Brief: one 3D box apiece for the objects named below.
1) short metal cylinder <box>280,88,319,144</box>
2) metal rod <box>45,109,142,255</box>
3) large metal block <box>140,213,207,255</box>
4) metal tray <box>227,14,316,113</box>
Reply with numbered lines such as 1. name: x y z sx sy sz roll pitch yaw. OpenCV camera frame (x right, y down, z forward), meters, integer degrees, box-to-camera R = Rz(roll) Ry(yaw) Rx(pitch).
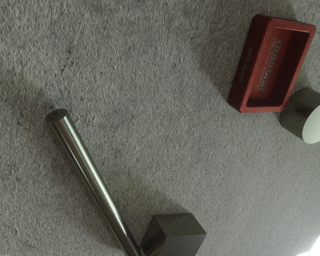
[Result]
1. short metal cylinder: 0.250 -0.021 0.518 0.081 0.050 0.079 -14 125 -21
2. metal rod: -0.078 0.100 0.427 0.025 0.025 0.298 -27 128 -12
3. large metal block: 0.020 0.193 0.523 0.081 0.050 0.079 8 114 -33
4. metal tray: 0.155 -0.086 0.437 0.091 0.030 0.129 -3 120 -28
